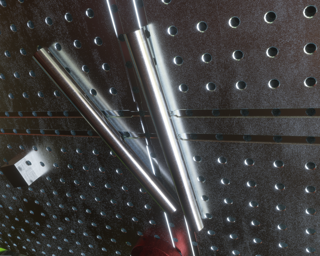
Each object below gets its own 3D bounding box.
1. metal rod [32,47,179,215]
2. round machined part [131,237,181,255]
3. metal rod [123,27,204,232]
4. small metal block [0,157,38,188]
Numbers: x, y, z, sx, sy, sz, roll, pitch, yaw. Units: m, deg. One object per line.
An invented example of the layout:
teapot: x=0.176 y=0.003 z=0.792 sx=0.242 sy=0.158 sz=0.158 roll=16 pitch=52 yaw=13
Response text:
metal rod: x=-0.074 y=0.010 z=0.454 sx=0.025 sy=0.025 sz=0.300 roll=-32 pitch=101 yaw=38
round machined part: x=-0.010 y=0.247 z=0.556 sx=0.098 sy=0.042 sz=0.097 roll=13 pitch=124 yaw=20
metal rod: x=0.012 y=0.019 z=0.414 sx=0.025 sy=0.025 sz=0.298 roll=-4 pitch=117 yaw=30
small metal block: x=-0.277 y=0.088 z=0.608 sx=0.050 sy=0.025 sz=0.050 roll=-13 pitch=112 yaw=33
